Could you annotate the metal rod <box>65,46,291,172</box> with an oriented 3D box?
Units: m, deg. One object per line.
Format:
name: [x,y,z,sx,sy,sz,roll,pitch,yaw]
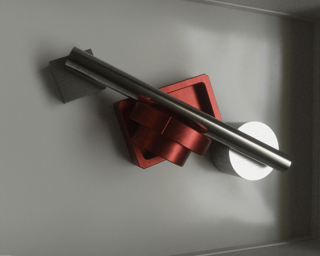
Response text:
metal rod: [0.032,-0.016,0.378,0.301,0.025,0.025,26,81,-12]

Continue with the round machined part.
round machined part: [0.006,0.011,0.360,0.098,0.098,0.042,29,88,-18]

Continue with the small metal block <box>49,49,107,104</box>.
small metal block: [-0.099,-0.062,0.373,0.050,0.025,0.050,-23,98,-19]

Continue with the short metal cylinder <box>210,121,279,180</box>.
short metal cylinder: [0.119,0.031,0.441,0.081,0.050,0.079,0,90,-21]

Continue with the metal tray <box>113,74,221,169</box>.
metal tray: [0.015,-0.011,0.412,0.131,0.030,0.090,-20,97,-19]
